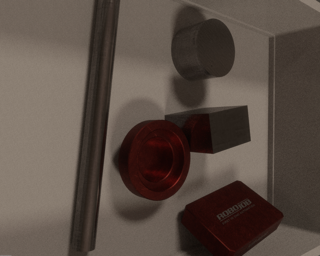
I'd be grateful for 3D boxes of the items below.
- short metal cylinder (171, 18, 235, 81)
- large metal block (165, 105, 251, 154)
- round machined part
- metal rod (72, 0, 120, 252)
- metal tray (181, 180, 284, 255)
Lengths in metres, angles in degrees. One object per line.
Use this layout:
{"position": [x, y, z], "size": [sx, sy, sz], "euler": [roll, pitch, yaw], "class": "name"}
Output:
{"position": [0.063, -0.110, 0.445], "size": [0.081, 0.050, 0.079], "euler": [0, 90, -40], "class": "short metal cylinder"}
{"position": [0.066, 0.000, 0.428], "size": [0.081, 0.080, 0.050], "euler": [-13, 98, -40], "class": "large metal block"}
{"position": [-0.011, 0.038, 0.389], "size": [0.099, 0.042, 0.097], "euler": [0, 90, -40], "class": "round machined part"}
{"position": [-0.070, -0.017, 0.348], "size": [0.025, 0.025, 0.298], "euler": [9, 85, -40], "class": "metal rod"}
{"position": [0.107, 0.132, 0.455], "size": [0.131, 0.090, 0.030], "euler": [-14, 129, -39], "class": "metal tray"}
